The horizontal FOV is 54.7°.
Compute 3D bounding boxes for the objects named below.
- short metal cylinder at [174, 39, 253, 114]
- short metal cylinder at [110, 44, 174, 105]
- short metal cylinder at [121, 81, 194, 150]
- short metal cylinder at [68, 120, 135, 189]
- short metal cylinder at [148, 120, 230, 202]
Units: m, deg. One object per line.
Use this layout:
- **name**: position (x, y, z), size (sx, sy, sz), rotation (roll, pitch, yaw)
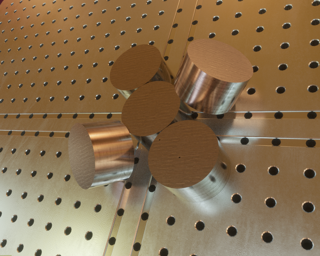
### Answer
- **short metal cylinder**: position (0.063, -0.062, 0.371), size (0.081, 0.050, 0.080), rotation (11, 46, -11)
- **short metal cylinder**: position (-0.025, -0.073, 0.448), size (0.080, 0.050, 0.080), rotation (-13, 56, 20)
- **short metal cylinder**: position (-0.002, -0.014, 0.400), size (0.080, 0.050, 0.080), rotation (-13, 56, 20)
- **short metal cylinder**: position (-0.074, 0.031, 0.384), size (0.080, 0.050, 0.079), rotation (12, 105, 52)
- **short metal cylinder**: position (0.034, 0.038, 0.350), size (0.080, 0.050, 0.080), rotation (-13, 56, 20)
